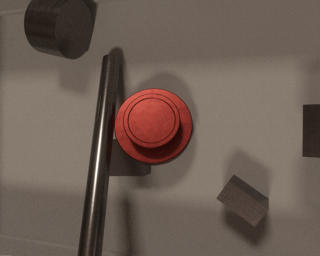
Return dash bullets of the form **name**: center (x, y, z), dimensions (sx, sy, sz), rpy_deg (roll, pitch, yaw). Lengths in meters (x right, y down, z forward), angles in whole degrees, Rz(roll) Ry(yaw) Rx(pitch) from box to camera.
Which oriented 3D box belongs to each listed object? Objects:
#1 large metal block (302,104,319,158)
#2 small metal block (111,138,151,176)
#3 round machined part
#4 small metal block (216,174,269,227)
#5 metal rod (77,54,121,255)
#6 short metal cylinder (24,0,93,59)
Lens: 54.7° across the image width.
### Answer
- **large metal block**: center (0.193, 0.003, 0.302), dimensions (0.080, 0.081, 0.050), rpy_deg (1, 91, 39)
- **small metal block**: center (-0.042, 0.039, 0.424), dimensions (0.050, 0.025, 0.050), rpy_deg (-3, 89, 19)
- **round machined part**: center (-0.009, -0.004, 0.387), dimensions (0.099, 0.042, 0.098), rpy_deg (-1, 75, 3)
- **small metal block**: center (0.098, 0.083, 0.362), dimensions (0.050, 0.050, 0.025), rpy_deg (35, 101, 16)
- **metal rod**: center (-0.072, 0.040, 0.373), dimensions (0.025, 0.025, 0.299), rpy_deg (-8, 64, 19)
- **short metal cylinder**: center (-0.138, -0.140, 0.428), dimensions (0.050, 0.080, 0.079), rpy_deg (16, 95, 19)
